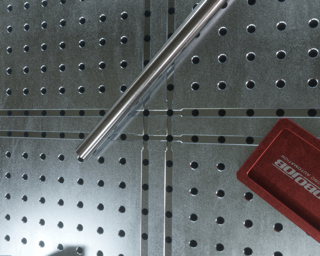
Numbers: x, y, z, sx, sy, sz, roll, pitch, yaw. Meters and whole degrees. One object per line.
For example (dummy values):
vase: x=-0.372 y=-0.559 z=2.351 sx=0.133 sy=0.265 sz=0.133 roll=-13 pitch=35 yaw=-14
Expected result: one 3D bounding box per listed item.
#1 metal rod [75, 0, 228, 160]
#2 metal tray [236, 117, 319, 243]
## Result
metal rod: x=-0.014 y=-0.069 z=0.417 sx=0.025 sy=0.025 sz=0.299 roll=46 pitch=104 yaw=14
metal tray: x=0.166 y=0.060 z=0.351 sx=0.130 sy=0.030 sz=0.090 roll=38 pitch=102 yaw=15
